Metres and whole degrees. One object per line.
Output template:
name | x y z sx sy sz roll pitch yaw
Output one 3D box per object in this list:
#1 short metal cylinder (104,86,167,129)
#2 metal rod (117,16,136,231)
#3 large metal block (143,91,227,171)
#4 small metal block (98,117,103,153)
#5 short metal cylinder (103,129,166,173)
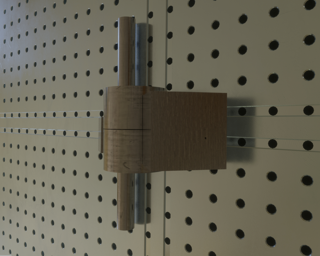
short metal cylinder | -0.031 -0.024 0.393 0.080 0.081 0.050 1 91 40
metal rod | -0.048 -0.006 0.443 0.025 0.025 0.298 1 90 40
large metal block | 0.025 0.003 0.338 0.050 0.081 0.079 -175 85 -78
small metal block | -0.075 0.010 0.452 0.050 0.025 0.050 180 91 -75
short metal cylinder | -0.031 0.027 0.394 0.080 0.081 0.050 1 91 40
